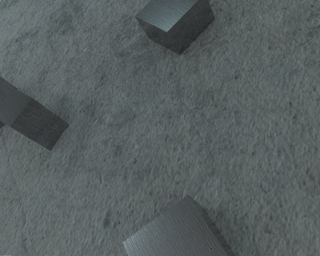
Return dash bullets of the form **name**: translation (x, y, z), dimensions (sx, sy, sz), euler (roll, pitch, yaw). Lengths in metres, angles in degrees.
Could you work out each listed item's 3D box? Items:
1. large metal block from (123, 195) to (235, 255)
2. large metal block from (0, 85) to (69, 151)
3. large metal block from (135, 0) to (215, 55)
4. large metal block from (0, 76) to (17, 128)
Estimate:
- **large metal block**: translation (0.024, 0.126, 0.297), dimensions (0.080, 0.050, 0.080), euler (-37, 51, 3)
- **large metal block**: translation (-0.206, -0.016, 0.484), dimensions (0.080, 0.080, 0.050), euler (23, 74, 36)
- **large metal block**: translation (0.023, -0.171, 0.479), dimensions (0.080, 0.050, 0.080), euler (-47, 52, -5)
- **large metal block**: translation (-0.315, -0.042, 0.575), dimensions (0.080, 0.050, 0.080), euler (-31, 52, 8)
